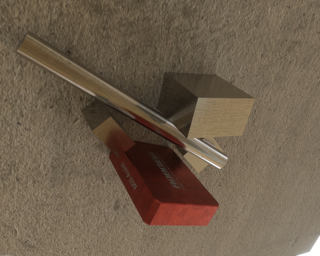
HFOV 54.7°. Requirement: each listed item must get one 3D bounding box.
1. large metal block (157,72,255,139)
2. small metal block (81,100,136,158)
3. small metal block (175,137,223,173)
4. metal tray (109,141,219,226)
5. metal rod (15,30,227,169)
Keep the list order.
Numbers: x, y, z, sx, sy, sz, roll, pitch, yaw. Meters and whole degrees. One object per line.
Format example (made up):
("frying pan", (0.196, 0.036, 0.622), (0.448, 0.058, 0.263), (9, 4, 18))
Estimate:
("large metal block", (0.054, -0.030, 0.384), (0.081, 0.080, 0.050), (-2, 120, -28))
("small metal block", (-0.060, -0.001, 0.359), (0.025, 0.050, 0.050), (-39, 130, -2))
("small metal block", (0.059, 0.032, 0.463), (0.050, 0.025, 0.050), (-41, 130, 0))
("metal tray", (0.000, 0.063, 0.381), (0.091, 0.130, 0.030), (13, 112, -34))
("metal rod", (-0.020, -0.016, 0.371), (0.301, 0.025, 0.025), (31, 101, -33))
